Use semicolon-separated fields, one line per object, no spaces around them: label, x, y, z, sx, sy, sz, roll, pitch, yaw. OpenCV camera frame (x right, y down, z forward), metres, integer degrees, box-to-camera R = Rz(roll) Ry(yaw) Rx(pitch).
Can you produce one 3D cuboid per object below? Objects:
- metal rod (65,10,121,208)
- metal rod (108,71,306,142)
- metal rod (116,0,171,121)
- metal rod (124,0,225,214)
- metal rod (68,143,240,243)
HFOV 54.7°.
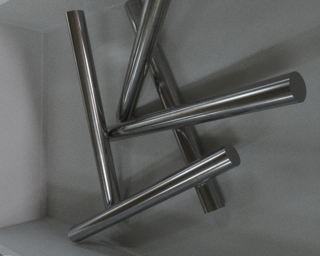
metal rod;-0.090;-0.009;0.438;0.025;0.025;0.298;-2;102;40
metal rod;0.015;-0.011;0.356;0.299;0.025;0.025;-13;82;51
metal rod;-0.013;-0.102;0.336;0.025;0.025;0.298;58;148;24
metal rod;0.012;-0.040;0.396;0.025;0.025;0.299;-33;70;35
metal rod;-0.029;0.096;0.396;0.299;0.025;0.025;-34;69;34
